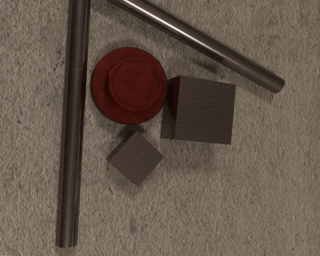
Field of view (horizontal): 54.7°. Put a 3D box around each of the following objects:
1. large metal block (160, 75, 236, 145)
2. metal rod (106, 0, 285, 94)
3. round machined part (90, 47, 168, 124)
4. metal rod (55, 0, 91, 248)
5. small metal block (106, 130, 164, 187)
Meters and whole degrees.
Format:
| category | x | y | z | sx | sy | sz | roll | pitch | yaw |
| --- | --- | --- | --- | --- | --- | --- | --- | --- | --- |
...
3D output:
| category | x | y | z | sx | sy | sz | roll | pitch | yaw |
| --- | --- | --- | --- | --- | --- | --- | --- | --- | --- |
| large metal block | 0.050 | -0.022 | 0.416 | 0.081 | 0.050 | 0.080 | 6 | 88 | -20 |
| metal rod | 0.052 | -0.121 | 0.429 | 0.302 | 0.025 | 0.025 | 23 | 82 | -19 |
| round machined part | -0.035 | -0.053 | 0.388 | 0.099 | 0.042 | 0.097 | 0 | 90 | -21 |
| metal rod | -0.104 | -0.011 | 0.371 | 0.025 | 0.025 | 0.298 | 3 | 89 | -20 |
| small metal block | -0.032 | 0.038 | 0.398 | 0.050 | 0.025 | 0.050 | 44 | 76 | -15 |
